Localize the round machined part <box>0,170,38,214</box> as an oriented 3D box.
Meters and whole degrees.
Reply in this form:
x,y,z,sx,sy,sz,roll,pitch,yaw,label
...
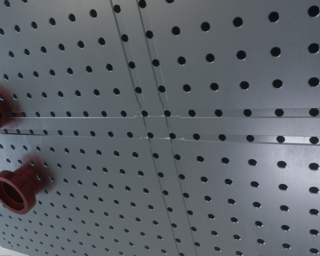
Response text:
x,y,z,sx,sy,sz,roll,pitch,yaw,label
-0.291,0.125,0.633,0.098,0.042,0.097,13,124,21,round machined part
